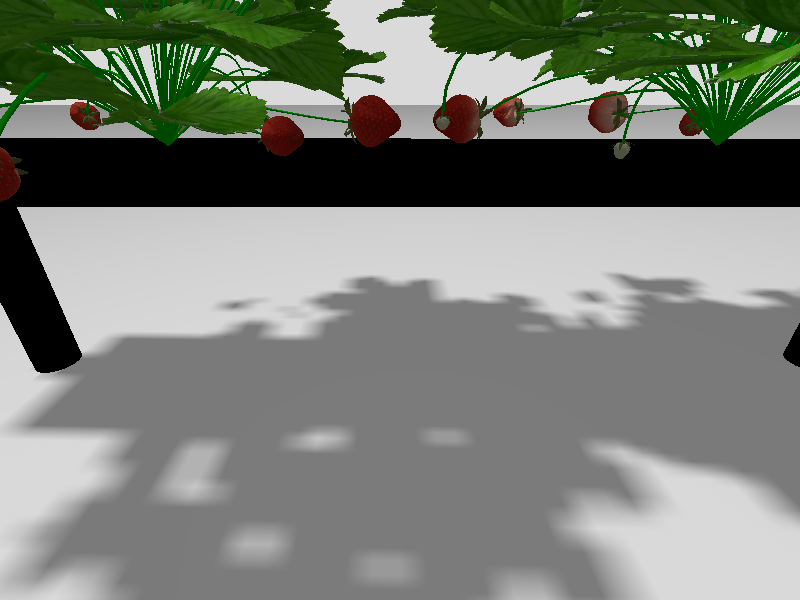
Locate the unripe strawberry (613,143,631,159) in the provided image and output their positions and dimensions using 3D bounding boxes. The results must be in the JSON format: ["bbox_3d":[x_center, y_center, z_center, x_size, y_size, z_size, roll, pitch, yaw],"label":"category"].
[{"bbox_3d":[0.137,-0.092,0.248,0.010,0.010,0.009,-18,32,-31],"label":"unripe strawberry"}]

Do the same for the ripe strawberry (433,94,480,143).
[{"bbox_3d":[0.045,-0.147,0.326,0.037,0.036,0.040,0,27,2],"label":"ripe strawberry"}]

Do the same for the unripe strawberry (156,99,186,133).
[{"bbox_3d":[-0.233,-0.189,0.412,0.035,0.032,0.032,-11,29,-20],"label":"unripe strawberry"}]

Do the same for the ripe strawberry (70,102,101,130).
[{"bbox_3d":[-0.366,-0.213,0.465,0.031,0.030,0.028,17,31,40],"label":"ripe strawberry"}]

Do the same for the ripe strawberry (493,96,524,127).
[{"bbox_3d":[0.131,-0.227,0.485,0.038,0.034,0.034,-18,32,-31],"label":"ripe strawberry"}]

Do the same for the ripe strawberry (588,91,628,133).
[{"bbox_3d":[0.226,-0.207,0.442,0.040,0.042,0.043,-6,27,-12],"label":"ripe strawberry"}]

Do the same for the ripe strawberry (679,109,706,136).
[{"bbox_3d":[0.284,-0.172,0.387,0.023,0.026,0.025,8,28,16],"label":"ripe strawberry"}]

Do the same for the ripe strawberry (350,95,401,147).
[{"bbox_3d":[-0.018,-0.133,0.300,0.036,0.036,0.040,4,28,6],"label":"ripe strawberry"}]

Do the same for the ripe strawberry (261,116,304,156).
[{"bbox_3d":[-0.075,-0.106,0.259,0.025,0.024,0.027,16,32,28],"label":"ripe strawberry"}]

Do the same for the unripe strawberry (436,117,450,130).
[{"bbox_3d":[0.032,-0.133,0.302,0.010,0.010,0.009,-2,27,-5],"label":"unripe strawberry"}]

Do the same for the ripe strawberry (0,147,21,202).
[{"bbox_3d":[-0.150,-0.043,0.139,0.027,0.024,0.024,-5,42,-10],"label":"ripe strawberry"}]
